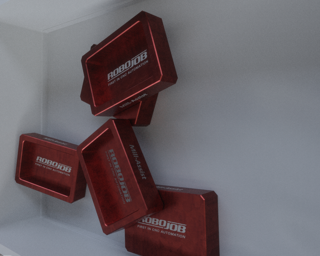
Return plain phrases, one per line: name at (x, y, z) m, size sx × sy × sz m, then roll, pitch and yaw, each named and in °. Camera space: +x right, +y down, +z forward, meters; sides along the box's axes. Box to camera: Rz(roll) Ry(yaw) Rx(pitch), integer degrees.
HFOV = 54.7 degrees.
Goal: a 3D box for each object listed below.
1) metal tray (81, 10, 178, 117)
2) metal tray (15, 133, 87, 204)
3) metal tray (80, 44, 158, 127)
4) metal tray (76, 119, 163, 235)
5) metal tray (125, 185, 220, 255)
metal tray at (-0.045, -0.077, 0.400) m, size 0.130 × 0.030 × 0.090 m, roll -23°, pitch 76°, yaw 37°
metal tray at (-0.186, 0.066, 0.533) m, size 0.130 × 0.030 × 0.089 m, roll 13°, pitch 99°, yaw 21°
metal tray at (-0.060, -0.065, 0.453) m, size 0.130 × 0.030 × 0.089 m, roll 26°, pitch 106°, yaw 37°
metal tray at (-0.058, 0.064, 0.411) m, size 0.090 × 0.030 × 0.130 m, roll -36°, pitch 68°, yaw 34°
metal tray at (0.010, 0.122, 0.395) m, size 0.130 × 0.030 × 0.089 m, roll -3°, pitch 88°, yaw 40°
